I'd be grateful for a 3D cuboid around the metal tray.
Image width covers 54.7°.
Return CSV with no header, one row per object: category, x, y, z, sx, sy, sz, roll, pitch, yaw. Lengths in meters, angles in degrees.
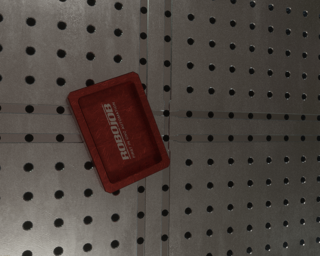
metal tray,-0.051,0.004,0.391,0.091,0.030,0.129,-23,98,-19
